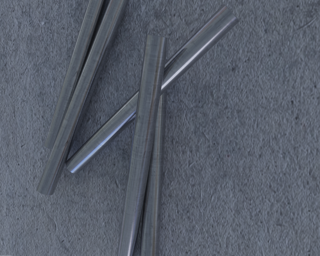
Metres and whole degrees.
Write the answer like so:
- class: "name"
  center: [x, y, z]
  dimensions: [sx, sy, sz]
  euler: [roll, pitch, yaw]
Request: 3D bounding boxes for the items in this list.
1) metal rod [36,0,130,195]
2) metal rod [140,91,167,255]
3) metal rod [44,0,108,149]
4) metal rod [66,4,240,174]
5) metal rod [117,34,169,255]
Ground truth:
- class: "metal rod"
  center: [-0.111, -0.045, 0.440]
  dimensions: [0.025, 0.025, 0.298]
  euler: [24, 95, 18]
- class: "metal rod"
  center: [-0.009, 0.059, 0.411]
  dimensions: [0.025, 0.025, 0.298]
  euler: [3, 91, 20]
- class: "metal rod"
  center: [-0.112, -0.111, 0.448]
  dimensions: [0.025, 0.025, 0.298]
  euler: [22, 97, 18]
- class: "metal rod"
  center: [-0.025, -0.033, 0.392]
  dimensions: [0.299, 0.025, 0.025]
  euler: [-41, 77, 24]
- class: "metal rod"
  center: [-0.025, 0.040, 0.382]
  dimensions: [0.025, 0.025, 0.298]
  euler: [15, 108, 19]
